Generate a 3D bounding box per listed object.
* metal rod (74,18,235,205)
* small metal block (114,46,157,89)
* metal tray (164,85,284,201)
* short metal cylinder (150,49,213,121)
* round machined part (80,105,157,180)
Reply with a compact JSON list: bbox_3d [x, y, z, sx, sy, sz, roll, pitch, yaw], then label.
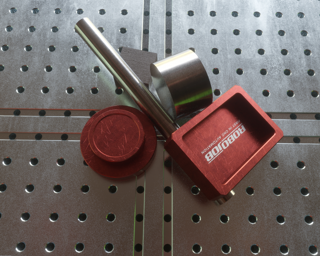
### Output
[{"bbox_3d":[-0.011,-0.027,0.404,0.025,0.025,0.300,-38,83,-13],"label":"metal rod"},{"bbox_3d":[-0.034,-0.084,0.442,0.050,0.025,0.050,13,70,4],"label":"small metal block"},{"bbox_3d":[0.081,0.014,0.382,0.131,0.030,0.090,-37,81,-28],"label":"metal tray"},{"bbox_3d":[0.027,-0.055,0.403,0.050,0.080,0.080,-24,72,-9],"label":"short metal cylinder"},{"bbox_3d":[-0.053,0.015,0.396,0.099,0.042,0.098,0,70,-1],"label":"round machined part"}]
